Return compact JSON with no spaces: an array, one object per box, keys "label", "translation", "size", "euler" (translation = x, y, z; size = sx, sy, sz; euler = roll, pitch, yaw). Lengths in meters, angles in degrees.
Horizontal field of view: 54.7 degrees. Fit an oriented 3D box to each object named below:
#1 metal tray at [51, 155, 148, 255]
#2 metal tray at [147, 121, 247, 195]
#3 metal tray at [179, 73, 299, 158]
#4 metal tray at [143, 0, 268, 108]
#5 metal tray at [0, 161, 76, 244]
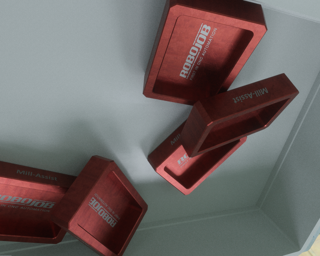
[{"label":"metal tray","translation":[-0.069,0.107,0.397],"size":[0.090,0.030,0.130],"euler":[-59,144,-28]},{"label":"metal tray","translation":[0.057,0.030,0.457],"size":[0.130,0.030,0.090],"euler":[-44,130,2]},{"label":"metal tray","translation":[0.095,-0.014,0.383],"size":[0.131,0.030,0.090],"euler":[-19,155,-20]},{"label":"metal tray","translation":[0.039,-0.075,0.324],"size":[0.091,0.030,0.129],"euler":[9,146,-10]},{"label":"metal tray","translation":[-0.166,0.092,0.372],"size":[0.131,0.030,0.090],"euler":[21,107,-36]}]
